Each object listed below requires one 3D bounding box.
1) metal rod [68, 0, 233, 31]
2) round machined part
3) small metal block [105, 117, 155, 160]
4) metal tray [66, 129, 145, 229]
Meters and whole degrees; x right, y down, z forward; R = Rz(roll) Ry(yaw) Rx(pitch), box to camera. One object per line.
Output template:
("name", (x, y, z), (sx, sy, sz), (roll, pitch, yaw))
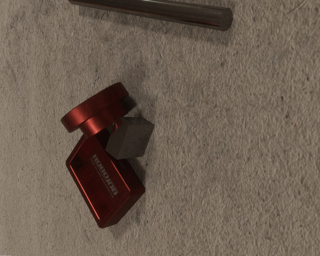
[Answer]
("metal rod", (-0.036, -0.170, 0.432), (0.300, 0.025, 0.025), (25, 106, 37))
("round machined part", (-0.083, -0.020, 0.430), (0.098, 0.099, 0.042), (-30, 97, 36))
("small metal block", (-0.040, 0.013, 0.420), (0.025, 0.050, 0.050), (32, 110, 34))
("metal tray", (-0.088, 0.072, 0.471), (0.090, 0.030, 0.130), (-52, 60, 27))
